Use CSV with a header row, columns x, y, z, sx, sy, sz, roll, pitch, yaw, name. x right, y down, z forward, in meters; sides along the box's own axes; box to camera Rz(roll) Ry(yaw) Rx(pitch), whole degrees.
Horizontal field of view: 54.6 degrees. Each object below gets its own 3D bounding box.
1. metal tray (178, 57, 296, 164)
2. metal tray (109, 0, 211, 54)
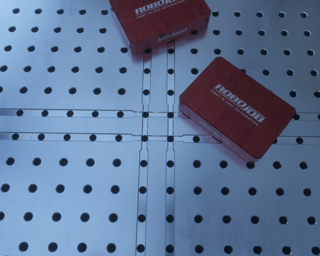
x,y,z,sx,sy,sz,roll,pitch,yaw,name
0.101,-0.026,0.419,0.130,0.030,0.090,39,74,13,metal tray
0.000,-0.177,0.474,0.131,0.030,0.090,-23,72,-9,metal tray
